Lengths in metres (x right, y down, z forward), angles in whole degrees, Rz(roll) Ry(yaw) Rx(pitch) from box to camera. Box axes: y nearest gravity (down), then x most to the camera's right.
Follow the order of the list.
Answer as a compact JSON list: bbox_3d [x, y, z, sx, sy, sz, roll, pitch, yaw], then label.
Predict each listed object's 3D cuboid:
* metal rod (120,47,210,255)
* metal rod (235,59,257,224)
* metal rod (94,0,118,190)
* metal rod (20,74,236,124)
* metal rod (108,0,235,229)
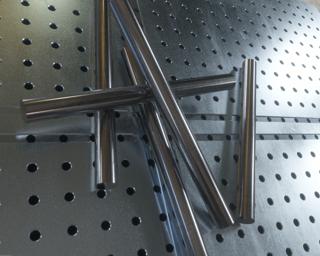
[{"bbox_3d":[-0.001,0.020,0.397,0.025,0.025,0.299,-5,64,-31],"label":"metal rod"},{"bbox_3d":[0.137,0.000,0.484,0.025,0.025,0.300,24,53,-14],"label":"metal rod"},{"bbox_3d":[-0.074,-0.067,0.410,0.025,0.025,0.299,8,58,-25],"label":"metal rod"},{"bbox_3d":[-0.015,-0.044,0.395,0.303,0.025,0.025,-13,69,-34],"label":"metal rod"},{"bbox_3d":[0.016,-0.016,0.375,0.025,0.025,0.299,-28,94,-38],"label":"metal rod"}]
